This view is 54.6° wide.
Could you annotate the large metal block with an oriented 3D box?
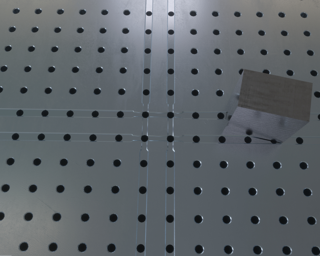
[{"bbox_3d":[0.133,-0.025,0.392,0.080,0.080,0.050,13,71,5],"label":"large metal block"}]
